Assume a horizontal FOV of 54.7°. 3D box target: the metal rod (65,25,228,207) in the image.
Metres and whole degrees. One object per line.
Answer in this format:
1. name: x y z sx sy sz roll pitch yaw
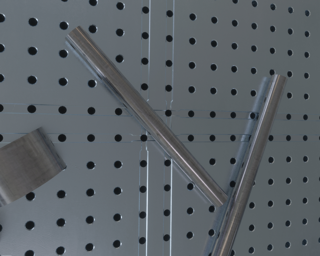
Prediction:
1. metal rod: -0.009 -0.006 0.409 0.025 0.025 0.300 -45 104 -14

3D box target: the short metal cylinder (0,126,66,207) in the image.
1. short metal cylinder: -0.149 0.039 0.328 0.080 0.080 0.050 -31 101 -17

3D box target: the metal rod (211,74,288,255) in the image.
1. metal rod: 0.133 0.061 0.461 0.025 0.025 0.299 23 82 -19
